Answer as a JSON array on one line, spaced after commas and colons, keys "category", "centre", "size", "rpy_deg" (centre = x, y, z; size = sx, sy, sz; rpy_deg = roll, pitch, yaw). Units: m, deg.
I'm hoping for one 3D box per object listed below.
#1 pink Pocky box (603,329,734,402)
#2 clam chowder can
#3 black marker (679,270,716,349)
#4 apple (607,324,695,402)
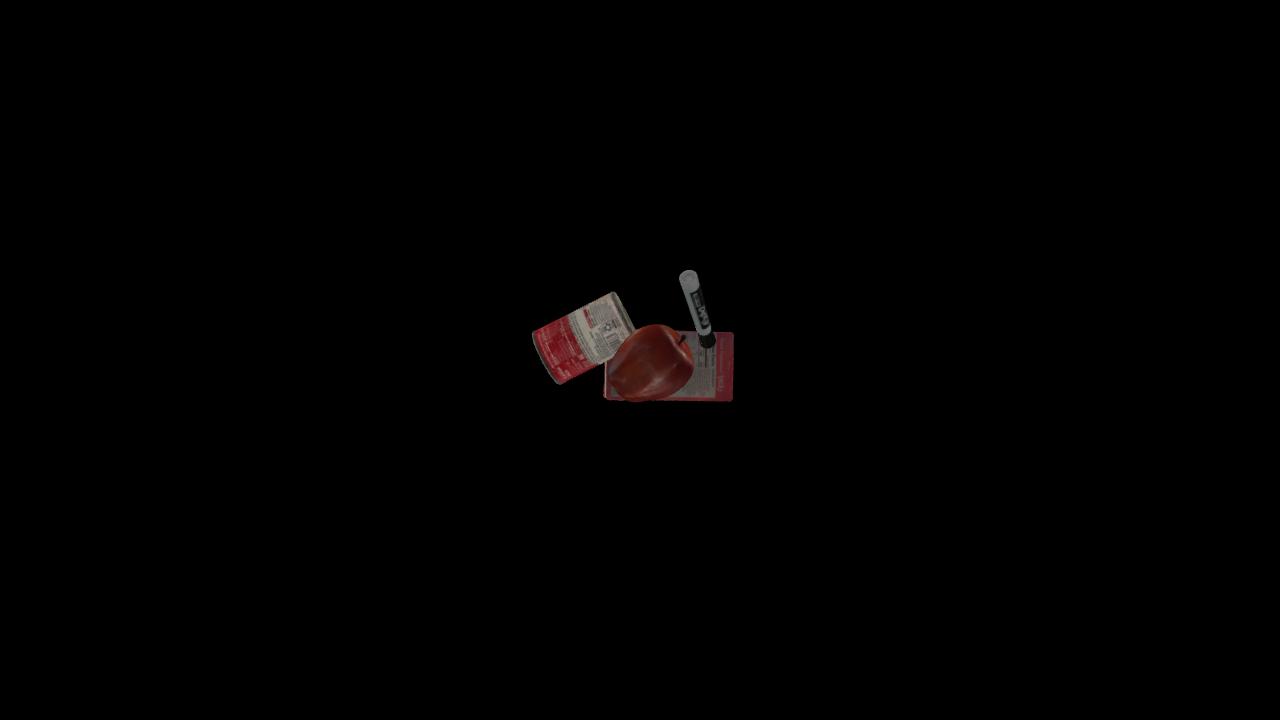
[{"category": "pink Pocky box", "centre": [0.035, 0.006, 0.731], "size": [0.155, 0.084, 0.029], "rpy_deg": [1, -1, -11]}, {"category": "clam chowder can", "centre": [-0.059, -0.025, 0.683], "size": [0.102, 0.068, 0.068], "rpy_deg": [-27, -2, 5]}, {"category": "black marker", "centre": [0.064, -0.050, 0.662], "size": [0.020, 0.020, 0.121], "rpy_deg": [0, -33, 18]}, {"category": "apple", "centre": [0.013, 0.004, 0.646], "size": [0.093, 0.079, 0.079], "rpy_deg": [-35, -7, 10]}]
